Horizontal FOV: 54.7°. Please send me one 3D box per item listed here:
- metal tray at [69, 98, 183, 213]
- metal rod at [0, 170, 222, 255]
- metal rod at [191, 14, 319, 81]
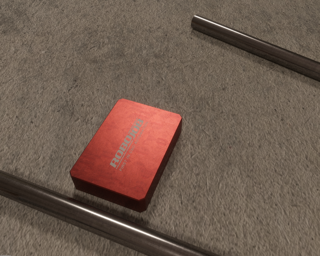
[{"bbox_3d":[-0.036,0.027,0.377,0.090,0.030,0.130,17,52,13],"label":"metal tray"},{"bbox_3d":[-0.048,0.102,0.317,0.301,0.025,0.025,17,52,13],"label":"metal rod"},{"bbox_3d":[0.183,-0.125,0.510,0.300,0.025,0.025,31,56,23],"label":"metal rod"}]
